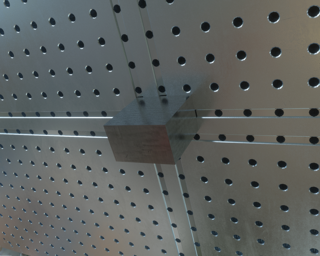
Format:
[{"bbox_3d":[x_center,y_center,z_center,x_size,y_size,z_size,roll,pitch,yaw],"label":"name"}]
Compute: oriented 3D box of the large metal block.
[{"bbox_3d":[-0.007,0.000,0.380,0.080,0.080,0.050,0,118,28],"label":"large metal block"}]
